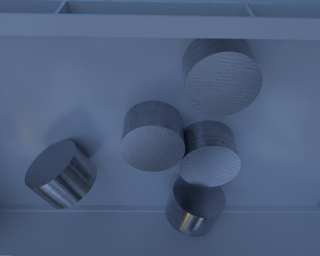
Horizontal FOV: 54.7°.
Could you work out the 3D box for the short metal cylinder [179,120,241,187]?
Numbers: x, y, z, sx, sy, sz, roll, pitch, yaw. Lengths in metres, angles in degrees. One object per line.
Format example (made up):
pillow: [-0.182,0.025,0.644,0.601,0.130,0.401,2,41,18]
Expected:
short metal cylinder: [0.065,0.036,0.424,0.081,0.050,0.079,0,130,0]

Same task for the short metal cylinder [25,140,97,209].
short metal cylinder: [-0.135,0.063,0.425,0.080,0.080,0.050,-21,127,17]

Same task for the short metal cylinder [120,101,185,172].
short metal cylinder: [-0.009,0.011,0.402,0.081,0.050,0.079,0,130,0]

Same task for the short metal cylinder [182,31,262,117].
short metal cylinder: [0.066,-0.059,0.343,0.081,0.050,0.079,0,130,0]

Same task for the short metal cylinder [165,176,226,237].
short metal cylinder: [0.053,0.117,0.473,0.081,0.080,0.050,10,129,-8]
